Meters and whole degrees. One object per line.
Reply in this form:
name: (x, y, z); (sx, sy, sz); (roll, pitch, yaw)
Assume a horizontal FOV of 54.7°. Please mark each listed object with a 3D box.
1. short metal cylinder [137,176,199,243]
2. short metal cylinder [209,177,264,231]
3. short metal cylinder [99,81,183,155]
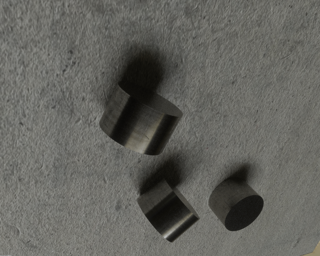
short metal cylinder: (0.012, 0.117, 0.450); (0.050, 0.080, 0.080); (-41, 129, 0)
short metal cylinder: (0.134, 0.134, 0.546); (0.081, 0.050, 0.079); (-14, 124, -21)
short metal cylinder: (-0.021, -0.012, 0.352); (0.081, 0.080, 0.050); (17, 110, -35)
